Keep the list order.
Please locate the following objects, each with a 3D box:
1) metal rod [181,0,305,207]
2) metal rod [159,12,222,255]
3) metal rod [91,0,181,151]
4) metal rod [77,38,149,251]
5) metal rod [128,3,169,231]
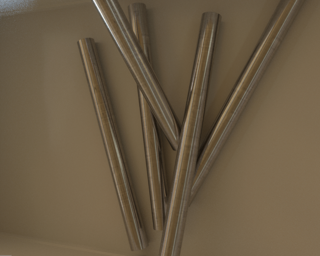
[{"bbox_3d":[0.096,-0.036,0.376,0.025,0.025,0.298,30,99,17],"label":"metal rod"},{"bbox_3d":[0.038,0.007,0.377,0.025,0.025,0.298,9,86,19],"label":"metal rod"},{"bbox_3d":[-0.039,-0.100,0.348,0.025,0.025,0.299,-21,113,18],"label":"metal rod"},{"bbox_3d":[-0.067,0.019,0.432,0.025,0.025,0.298,-17,84,19],"label":"metal rod"},{"bbox_3d":[-0.014,-0.017,0.414,0.025,0.025,0.298,-8,87,19],"label":"metal rod"}]
